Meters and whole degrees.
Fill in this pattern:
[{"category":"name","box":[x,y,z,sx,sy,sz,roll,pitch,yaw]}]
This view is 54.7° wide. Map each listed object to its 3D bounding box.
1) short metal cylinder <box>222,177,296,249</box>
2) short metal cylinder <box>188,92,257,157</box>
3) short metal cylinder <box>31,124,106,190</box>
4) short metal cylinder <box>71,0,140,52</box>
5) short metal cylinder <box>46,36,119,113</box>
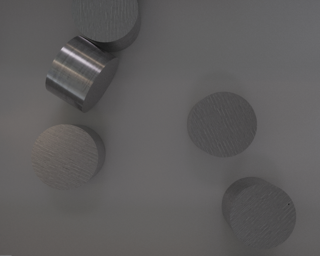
[{"category":"short metal cylinder","box":[0.125,0.107,0.400,0.081,0.050,0.080,0,90,0]},{"category":"short metal cylinder","box":[0.077,-0.004,0.399,0.081,0.050,0.080,0,90,0]},{"category":"short metal cylinder","box":[-0.115,0.035,0.398,0.081,0.050,0.080,0,90,0]},{"category":"short metal cylinder","box":[-0.067,-0.143,0.398,0.081,0.050,0.080,0,90,0]},{"category":"short metal cylinder","box":[-0.094,-0.066,0.383,0.050,0.080,0.080,32,90,0]}]
